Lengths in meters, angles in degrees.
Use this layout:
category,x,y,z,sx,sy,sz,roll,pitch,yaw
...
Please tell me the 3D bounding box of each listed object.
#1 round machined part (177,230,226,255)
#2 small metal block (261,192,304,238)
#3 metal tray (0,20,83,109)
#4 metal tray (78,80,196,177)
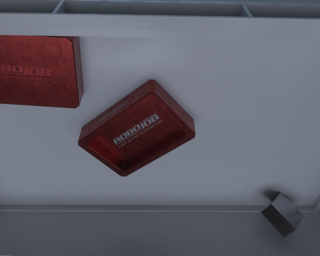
category,x,y,z,sx,sy,sz,roll,pitch,yaw
round machined part,0.082,0.247,0.612,0.099,0.042,0.097,-1,130,-1
small metal block,0.198,0.139,0.501,0.050,0.050,0.025,48,126,17
metal tray,-0.156,-0.070,0.344,0.131,0.030,0.089,3,130,-4
metal tray,-0.031,0.006,0.410,0.130,0.030,0.090,-32,124,24
